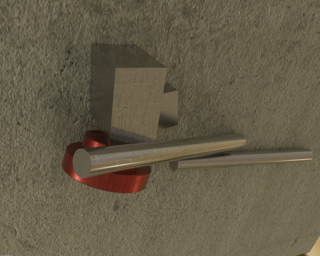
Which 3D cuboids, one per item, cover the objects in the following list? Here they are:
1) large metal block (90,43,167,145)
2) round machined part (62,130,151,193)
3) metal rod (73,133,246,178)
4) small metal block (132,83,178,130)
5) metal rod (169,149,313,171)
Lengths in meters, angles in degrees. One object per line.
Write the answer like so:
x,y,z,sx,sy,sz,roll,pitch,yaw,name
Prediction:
-0.038,-0.039,0.328,0.050,0.080,0.079,-6,121,-26,large metal block
-0.057,0.033,0.352,0.099,0.098,0.042,12,101,-34,round machined part
0.030,0.025,0.375,0.302,0.025,0.025,-3,122,-51,metal rod
-0.006,-0.025,0.390,0.050,0.025,0.050,-15,125,-20,small metal block
0.152,0.051,0.523,0.303,0.025,0.025,0,118,-29,metal rod
